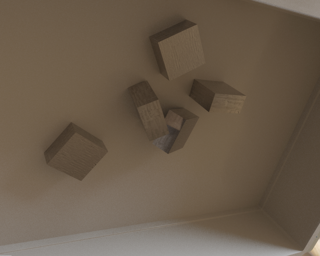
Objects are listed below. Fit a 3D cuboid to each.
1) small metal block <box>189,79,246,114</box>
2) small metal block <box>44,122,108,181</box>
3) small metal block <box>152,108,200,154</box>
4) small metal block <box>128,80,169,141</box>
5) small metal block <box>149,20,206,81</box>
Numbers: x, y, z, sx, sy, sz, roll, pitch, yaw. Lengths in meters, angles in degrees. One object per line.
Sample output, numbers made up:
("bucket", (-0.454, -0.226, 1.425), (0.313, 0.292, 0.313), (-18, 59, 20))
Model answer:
("small metal block", (0.075, -0.042, 0.407), (0.050, 0.050, 0.025), (1, 118, -29))
("small metal block", (-0.100, 0.029, 0.372), (0.050, 0.025, 0.050), (-48, 129, 5))
("small metal block", (0.022, 0.003, 0.407), (0.050, 0.025, 0.050), (-12, 132, -64))
("small metal block", (-0.014, -0.021, 0.370), (0.025, 0.050, 0.050), (-22, 127, -5))
("small metal block", (0.021, -0.091, 0.364), (0.050, 0.025, 0.050), (-28, 128, -11))
